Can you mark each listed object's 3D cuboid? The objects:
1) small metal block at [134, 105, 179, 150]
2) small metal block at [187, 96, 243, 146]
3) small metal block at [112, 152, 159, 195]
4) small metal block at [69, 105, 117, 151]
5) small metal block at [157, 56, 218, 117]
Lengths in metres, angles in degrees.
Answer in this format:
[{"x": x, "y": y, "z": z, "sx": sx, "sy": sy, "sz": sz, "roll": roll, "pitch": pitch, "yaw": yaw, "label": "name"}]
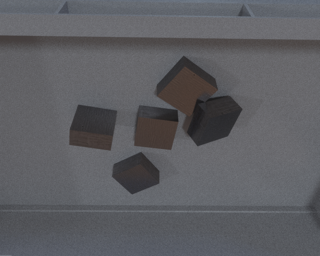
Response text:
[{"x": -0.006, "y": 0.000, "z": 0.409, "sx": 0.050, "sy": 0.025, "sz": 0.050, "roll": 7, "pitch": 130, "yaw": -6, "label": "small metal block"}, {"x": 0.067, "y": -0.009, "z": 0.385, "sx": 0.050, "sy": 0.025, "sz": 0.050, "roll": -16, "pitch": 143, "yaw": -28, "label": "small metal block"}, {"x": -0.036, "y": 0.069, "z": 0.467, "sx": 0.050, "sy": 0.025, "sz": 0.050, "roll": -26, "pitch": 126, "yaw": 20, "label": "small metal block"}, {"x": -0.083, "y": -0.001, "z": 0.391, "sx": 0.050, "sy": 0.050, "sz": 0.025, "roll": 9, "pitch": 130, "yaw": -8, "label": "small metal block"}, {"x": 0.032, "y": -0.048, "z": 0.368, "sx": 0.050, "sy": 0.025, "sz": 0.050, "roll": 31, "pitch": 124, "yaw": -24, "label": "small metal block"}]
